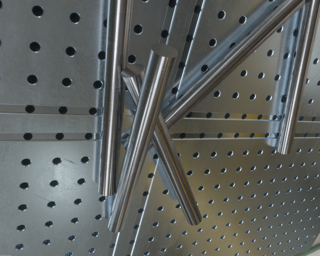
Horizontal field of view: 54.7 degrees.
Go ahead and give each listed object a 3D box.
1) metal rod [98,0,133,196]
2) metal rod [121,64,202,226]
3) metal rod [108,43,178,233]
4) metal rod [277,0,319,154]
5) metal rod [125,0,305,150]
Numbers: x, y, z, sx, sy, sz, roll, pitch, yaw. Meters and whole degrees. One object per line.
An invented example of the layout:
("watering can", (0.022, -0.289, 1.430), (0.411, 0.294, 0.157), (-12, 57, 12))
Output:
("metal rod", (-0.052, -0.045, 0.355), (0.025, 0.025, 0.298), (-6, 121, -26))
("metal rod", (0.014, 0.046, 0.417), (0.025, 0.025, 0.299), (-30, 131, -9))
("metal rod", (-0.031, 0.039, 0.373), (0.025, 0.025, 0.298), (-6, 136, -26))
("metal rod", (0.215, -0.084, 0.479), (0.025, 0.025, 0.298), (-18, 126, -19))
("metal rod", (0.071, -0.067, 0.410), (0.300, 0.025, 0.025), (-43, 130, 1))
